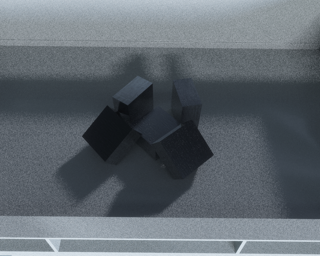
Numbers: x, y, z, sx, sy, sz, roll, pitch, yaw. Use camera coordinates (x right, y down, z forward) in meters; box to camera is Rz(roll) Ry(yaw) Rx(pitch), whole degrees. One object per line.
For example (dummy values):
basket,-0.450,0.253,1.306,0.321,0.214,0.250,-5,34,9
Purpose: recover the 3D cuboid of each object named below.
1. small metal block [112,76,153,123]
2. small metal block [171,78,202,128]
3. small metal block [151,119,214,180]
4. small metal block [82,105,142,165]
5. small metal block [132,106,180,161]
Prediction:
small metal block,-0.034,-0.033,0.413,0.025,0.050,0.050,29,56,22
small metal block,0.034,-0.030,0.412,0.025,0.050,0.050,-8,50,-8
small metal block,0.027,0.026,0.365,0.050,0.025,0.050,-34,95,-26
small metal block,-0.059,0.009,0.380,0.050,0.025,0.050,41,94,29
small metal block,-0.004,0.006,0.397,0.050,0.025,0.050,-35,58,-26
